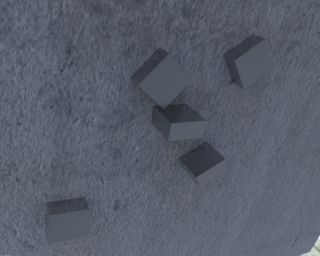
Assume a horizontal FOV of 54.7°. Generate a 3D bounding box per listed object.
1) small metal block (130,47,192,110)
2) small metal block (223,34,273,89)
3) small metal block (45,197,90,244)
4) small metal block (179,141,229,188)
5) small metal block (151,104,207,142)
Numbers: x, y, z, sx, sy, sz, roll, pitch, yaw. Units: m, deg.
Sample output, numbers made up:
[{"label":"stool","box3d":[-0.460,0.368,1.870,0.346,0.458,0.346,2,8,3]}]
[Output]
[{"label":"small metal block","box3d":[0.002,-0.059,0.373,0.050,0.025,0.050,-46,130,3]},{"label":"small metal block","box3d":[0.120,-0.089,0.419,0.050,0.025,0.050,-36,130,-5]},{"label":"small metal block","box3d":[-0.125,0.123,0.416,0.050,0.025,0.050,-2,119,-28]},{"label":"small metal block","box3d":[0.065,0.053,0.461,0.050,0.050,0.025,-30,129,-9]},{"label":"small metal block","box3d":[0.023,-0.008,0.400,0.050,0.050,0.025,-5,121,-26]}]
